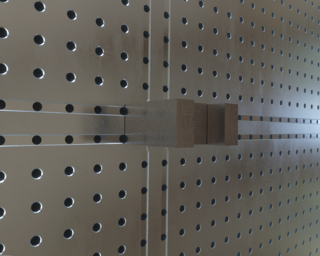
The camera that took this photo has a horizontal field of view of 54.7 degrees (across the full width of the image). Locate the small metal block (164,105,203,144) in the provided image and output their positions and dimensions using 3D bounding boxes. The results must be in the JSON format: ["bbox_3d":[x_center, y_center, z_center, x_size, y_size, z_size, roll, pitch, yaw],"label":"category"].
[{"bbox_3d":[0.032,-0.004,0.421,0.025,0.050,0.050,-1,91,-40],"label":"small metal block"}]

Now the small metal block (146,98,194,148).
[{"bbox_3d":[0.010,-0.005,0.337,0.025,0.050,0.050,1,89,-40],"label":"small metal block"}]

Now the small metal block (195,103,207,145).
[{"bbox_3d":[0.030,-0.005,0.372,0.050,0.025,0.050,1,90,-40],"label":"small metal block"}]

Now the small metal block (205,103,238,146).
[{"bbox_3d":[0.069,-0.004,0.386,0.025,0.050,0.050,1,89,-40],"label":"small metal block"}]

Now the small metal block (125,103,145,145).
[{"bbox_3d":[-0.018,-0.005,0.379,0.025,0.050,0.050,1,90,-40],"label":"small metal block"}]
